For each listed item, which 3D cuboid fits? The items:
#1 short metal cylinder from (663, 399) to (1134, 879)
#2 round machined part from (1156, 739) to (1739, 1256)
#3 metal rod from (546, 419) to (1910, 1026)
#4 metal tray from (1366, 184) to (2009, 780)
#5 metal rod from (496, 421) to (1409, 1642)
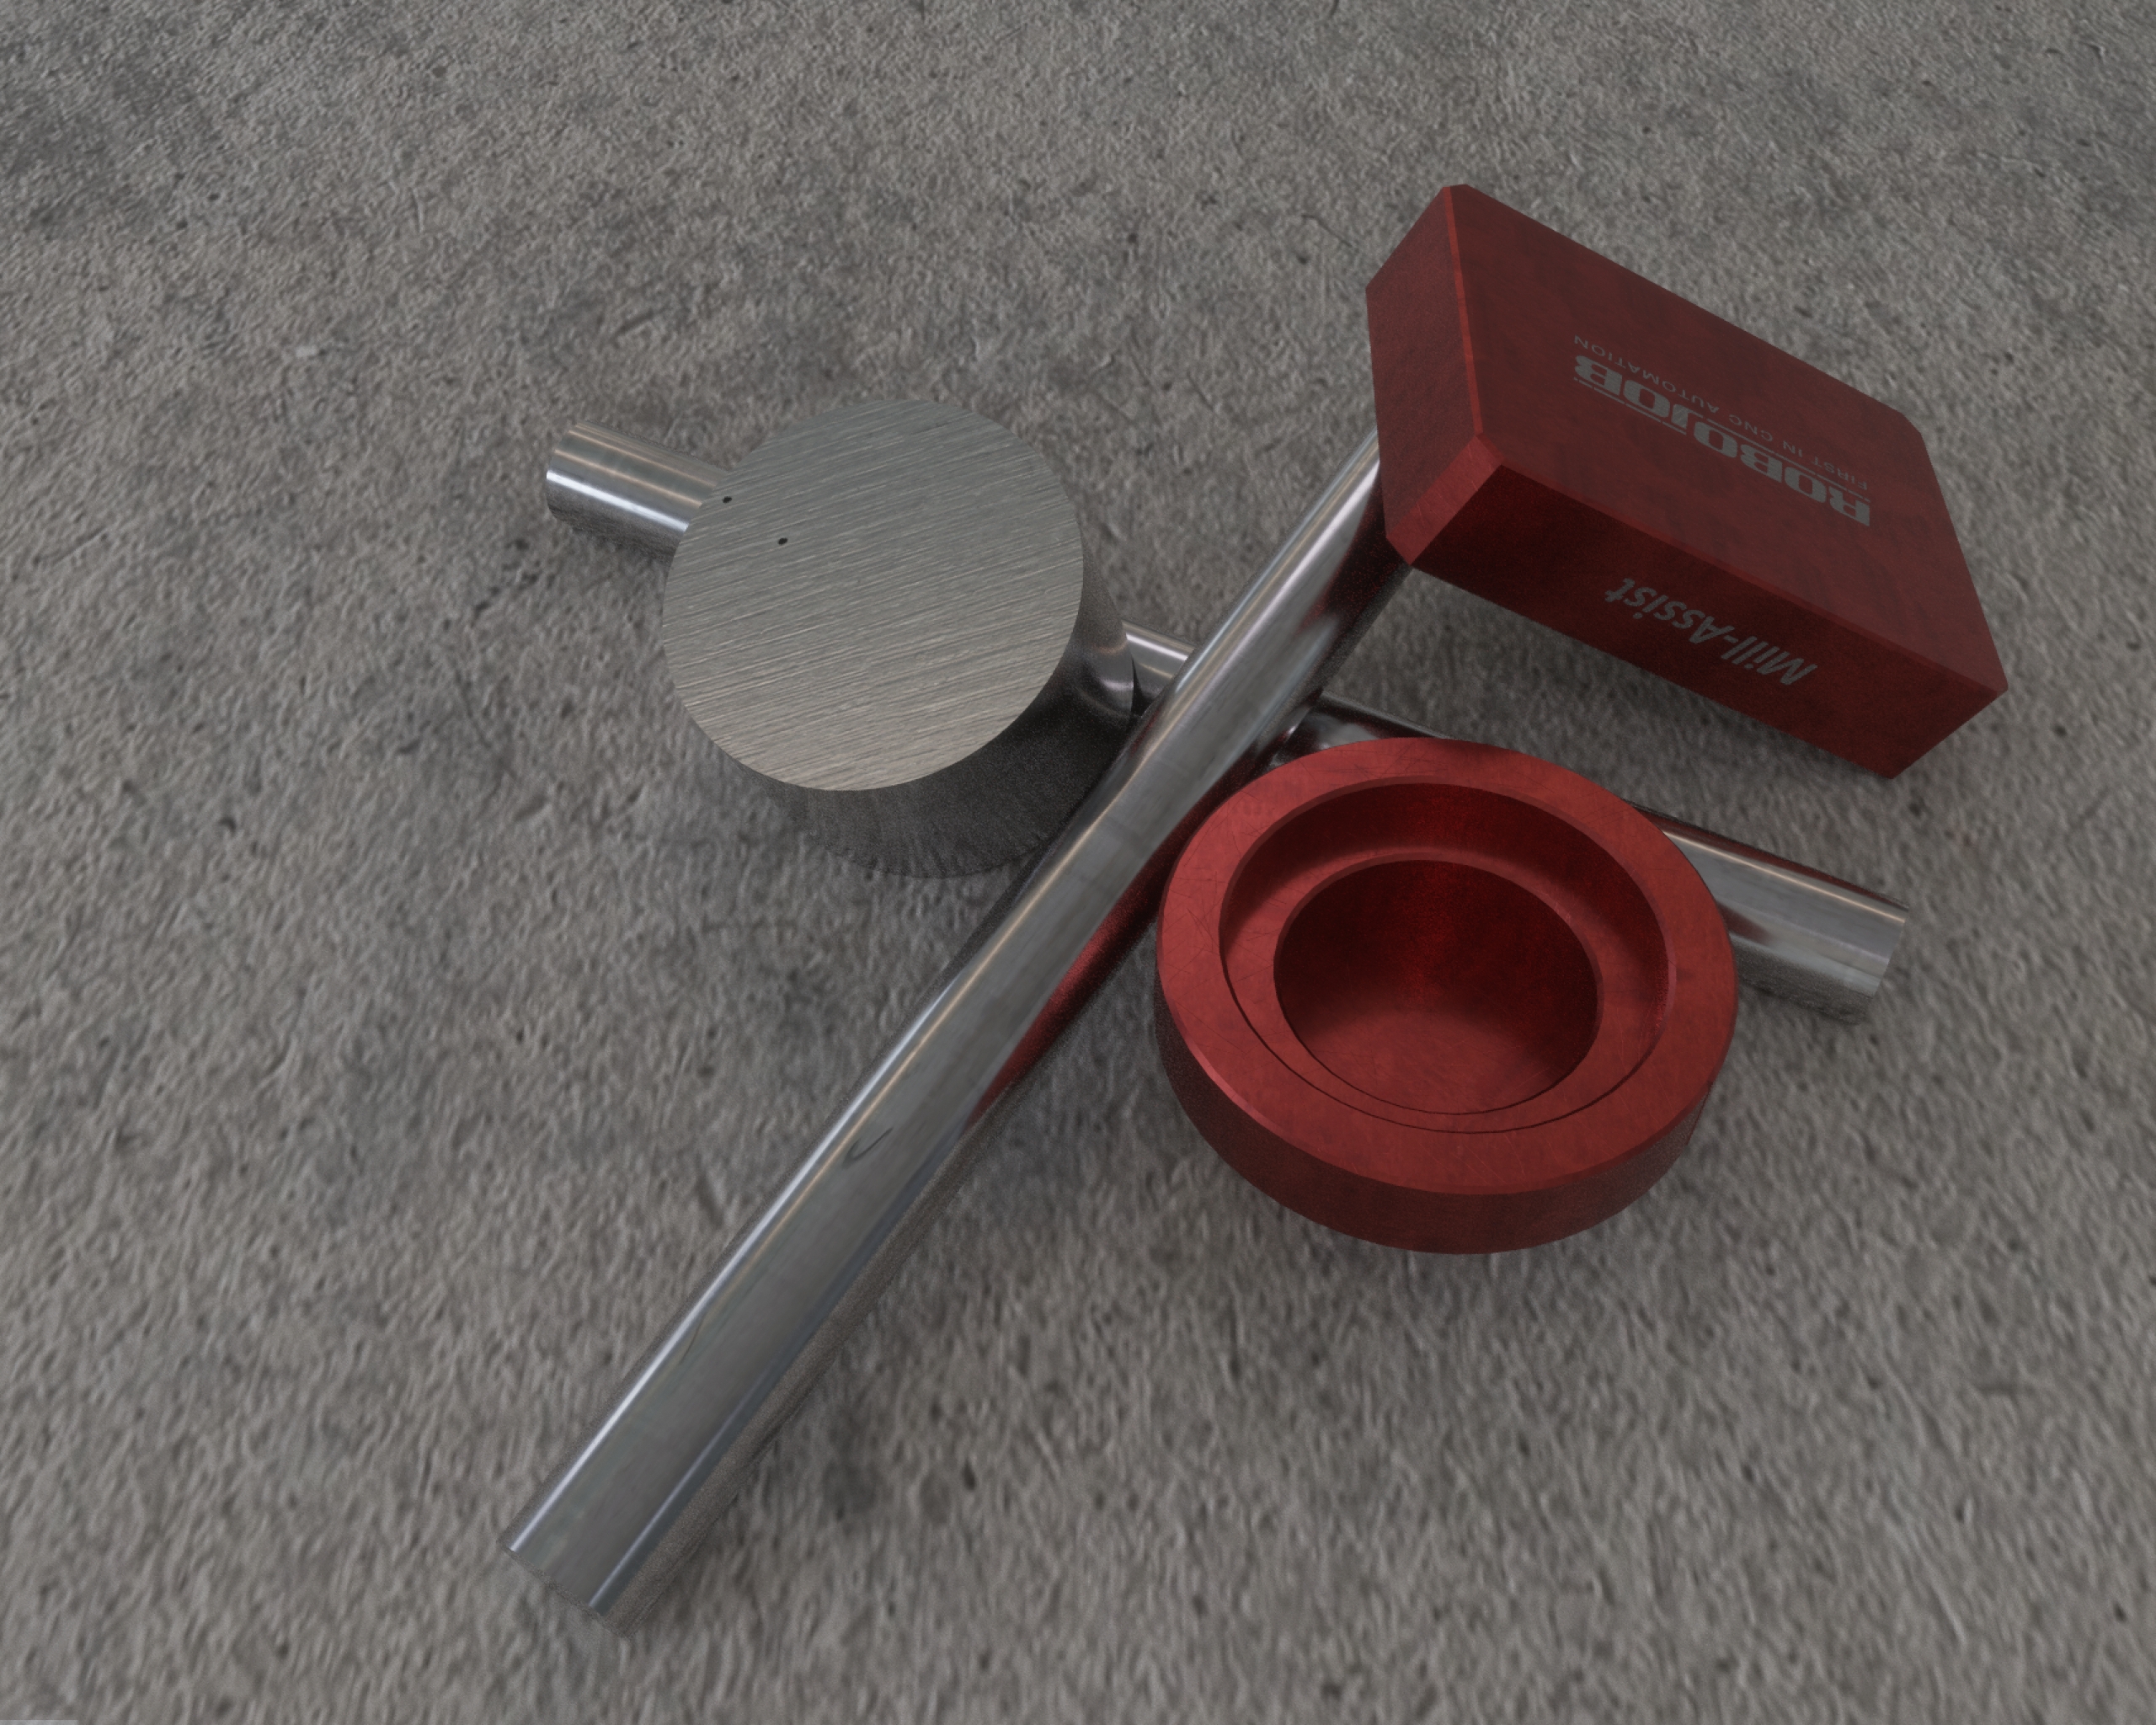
[{"bbox_3d":[-0.033,-0.042,0.407,0.080,0.050,0.080,-4,70,11],"label":"short metal cylinder"},{"bbox_3d":[0.063,0.027,0.371,0.099,0.042,0.098,0,50,0],"label":"round machined part"},{"bbox_3d":[0.018,-0.035,0.436,0.301,0.025,0.025,22,54,17],"label":"metal rod"},{"bbox_3d":[0.124,-0.079,0.432,0.131,0.030,0.090,20,47,-20],"label":"metal tray"},{"bbox_3d":[0.005,0.003,0.380,0.025,0.025,0.301,27,61,20],"label":"metal rod"}]
